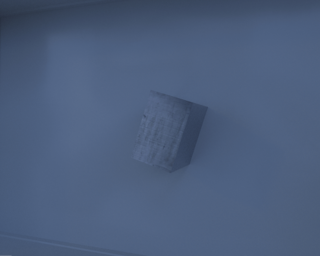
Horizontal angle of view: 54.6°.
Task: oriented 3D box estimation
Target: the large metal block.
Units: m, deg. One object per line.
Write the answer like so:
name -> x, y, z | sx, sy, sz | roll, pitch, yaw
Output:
large metal block -> 0.014, 0.003, 0.376 | 0.050, 0.080, 0.080 | 19, 97, 19
